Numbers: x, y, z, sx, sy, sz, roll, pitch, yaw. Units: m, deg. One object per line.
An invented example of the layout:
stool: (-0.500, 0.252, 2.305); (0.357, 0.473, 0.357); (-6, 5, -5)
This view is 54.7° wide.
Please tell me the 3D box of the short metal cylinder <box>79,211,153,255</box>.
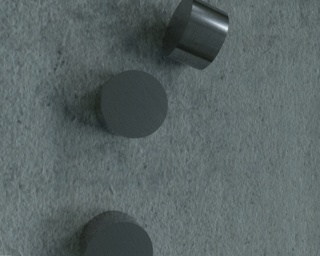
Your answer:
short metal cylinder: (-0.055, 0.147, 0.377); (0.081, 0.050, 0.079); (0, 90, -21)

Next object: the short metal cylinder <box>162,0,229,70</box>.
short metal cylinder: (0.043, -0.121, 0.397); (0.050, 0.080, 0.080); (18, 84, -20)

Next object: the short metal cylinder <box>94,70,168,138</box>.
short metal cylinder: (-0.037, -0.028, 0.383); (0.081, 0.050, 0.079); (0, 90, -20)
